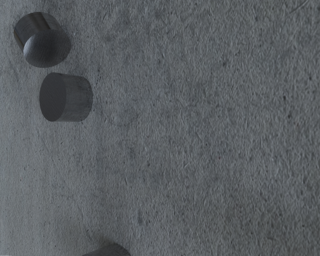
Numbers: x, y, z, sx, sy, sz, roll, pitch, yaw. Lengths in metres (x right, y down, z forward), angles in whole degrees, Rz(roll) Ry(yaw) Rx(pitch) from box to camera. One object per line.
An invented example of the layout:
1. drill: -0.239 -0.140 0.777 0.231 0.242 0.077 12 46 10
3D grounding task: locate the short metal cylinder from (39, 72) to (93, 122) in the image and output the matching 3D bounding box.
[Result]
1. short metal cylinder: -0.158 -0.050 0.520 0.080 0.050 0.080 0 90 40

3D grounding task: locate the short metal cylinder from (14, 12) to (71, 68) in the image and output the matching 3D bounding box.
1. short metal cylinder: -0.204 -0.152 0.538 0.080 0.081 0.050 -51 60 28

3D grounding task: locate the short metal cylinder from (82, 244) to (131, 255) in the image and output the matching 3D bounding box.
1. short metal cylinder: -0.080 0.218 0.455 0.080 0.050 0.080 0 90 40
